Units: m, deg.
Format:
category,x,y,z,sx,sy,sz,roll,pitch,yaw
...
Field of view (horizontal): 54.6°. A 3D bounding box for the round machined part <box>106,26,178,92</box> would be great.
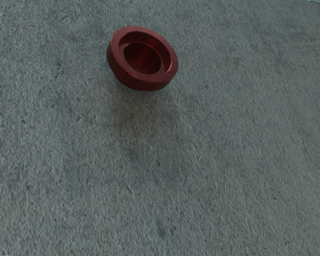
category,x,y,z,sx,sy,sz,roll,pitch,yaw
round machined part,-0.027,-0.091,0.433,0.099,0.042,0.098,13,56,-21
